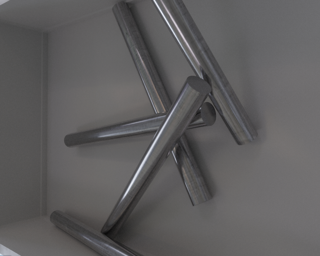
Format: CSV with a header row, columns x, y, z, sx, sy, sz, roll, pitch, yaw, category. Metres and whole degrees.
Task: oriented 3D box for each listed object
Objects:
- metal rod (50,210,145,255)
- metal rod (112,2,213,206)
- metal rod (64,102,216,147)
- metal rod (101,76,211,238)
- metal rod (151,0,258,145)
x,y,z,sx,sy,sz,roll,pitch,yaw,category
-0.089,0.163,0.445,0.300,0.025,0.025,2,91,49,metal rod
-0.004,-0.044,0.410,0.025,0.025,0.299,-35,69,34,metal rod
-0.052,0.004,0.426,0.299,0.025,0.025,-10,84,46,metal rod
-0.021,0.060,0.379,0.025,0.025,0.298,54,135,26,metal rod
0.014,-0.110,0.297,0.025,0.025,0.299,-22,107,38,metal rod
